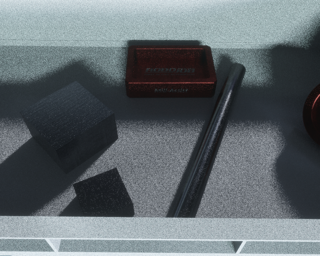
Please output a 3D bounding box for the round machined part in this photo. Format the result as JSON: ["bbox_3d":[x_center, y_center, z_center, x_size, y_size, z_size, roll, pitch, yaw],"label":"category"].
[{"bbox_3d":[0.237,-0.016,0.388,0.042,0.097,0.098,6,34,-51],"label":"round machined part"}]

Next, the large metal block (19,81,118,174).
[{"bbox_3d":[-0.112,-0.003,0.390,0.080,0.050,0.080,-36,59,-27],"label":"large metal block"}]

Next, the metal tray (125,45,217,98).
[{"bbox_3d":[0.016,-0.088,0.476,0.131,0.030,0.090,0,50,-1],"label":"metal tray"}]

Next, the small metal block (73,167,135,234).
[{"bbox_3d":[-0.061,0.078,0.339,0.050,0.025,0.050,-20,53,-17],"label":"small metal block"}]

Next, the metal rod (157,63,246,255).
[{"bbox_3d":[0.065,0.015,0.392,0.025,0.025,0.301,17,52,14],"label":"metal rod"}]
